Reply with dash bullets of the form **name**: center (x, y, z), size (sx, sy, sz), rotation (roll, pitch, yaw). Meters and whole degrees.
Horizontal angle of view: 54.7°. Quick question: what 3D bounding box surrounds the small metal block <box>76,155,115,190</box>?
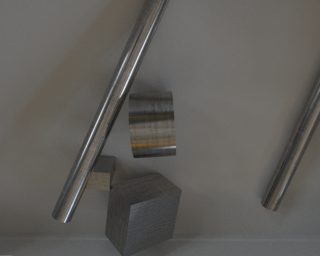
- **small metal block**: center (-0.089, 0.058, 0.418), size (0.050, 0.050, 0.025), rotation (5, 110, -2)

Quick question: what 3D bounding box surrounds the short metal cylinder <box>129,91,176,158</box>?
- **short metal cylinder**: center (-0.008, -0.004, 0.380), size (0.050, 0.080, 0.079), rotation (-4, 110, 1)

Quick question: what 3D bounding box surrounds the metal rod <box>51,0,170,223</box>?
- **metal rod**: center (-0.059, -0.025, 0.368), size (0.025, 0.025, 0.298), rotation (24, 96, -9)

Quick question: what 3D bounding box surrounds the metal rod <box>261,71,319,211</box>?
- **metal rod**: center (0.200, -0.020, 0.406), size (0.025, 0.025, 0.298), rotation (14, 109, -6)

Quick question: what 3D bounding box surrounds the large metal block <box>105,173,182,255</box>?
- **large metal block**: center (-0.023, 0.115, 0.420), size (0.081, 0.050, 0.079), rotation (-7, 116, -38)
